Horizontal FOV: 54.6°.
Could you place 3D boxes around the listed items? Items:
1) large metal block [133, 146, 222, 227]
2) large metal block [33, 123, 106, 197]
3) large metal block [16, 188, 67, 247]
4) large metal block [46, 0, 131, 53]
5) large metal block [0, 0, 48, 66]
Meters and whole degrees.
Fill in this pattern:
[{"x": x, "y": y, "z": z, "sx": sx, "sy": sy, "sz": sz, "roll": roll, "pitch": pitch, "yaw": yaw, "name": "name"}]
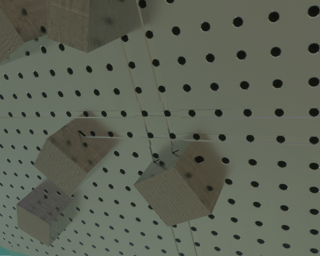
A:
[{"x": 0.025, "y": 0.083, "z": 0.434, "sx": 0.080, "sy": 0.050, "sz": 0.080, "roll": -30, "pitch": 102, "yaw": 38, "name": "large metal block"}, {"x": -0.149, "y": 0.053, "z": 0.507, "sx": 0.080, "sy": 0.050, "sz": 0.080, "roll": 41, "pitch": 129, "yaw": 0, "name": "large metal block"}, {"x": -0.243, "y": 0.184, "z": 0.639, "sx": 0.080, "sy": 0.050, "sz": 0.079, "roll": 26, "pitch": 128, "yaw": 12, "name": "large metal block"}, {"x": -0.073, "y": -0.136, "z": 0.330, "sx": 0.050, "sy": 0.080, "sz": 0.079, "roll": 23, "pitch": 127, "yaw": 15, "name": "large metal block"}, {"x": -0.210, "y": -0.140, "z": 0.420, "sx": 0.080, "sy": 0.050, "sz": 0.080, "roll": -21, "pitch": 108, "yaw": 36, "name": "large metal block"}]
